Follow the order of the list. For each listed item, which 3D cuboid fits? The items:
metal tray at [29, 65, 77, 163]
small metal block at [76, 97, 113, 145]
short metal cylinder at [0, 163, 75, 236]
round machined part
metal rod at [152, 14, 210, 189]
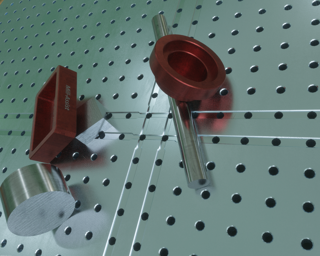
[{"bbox_3d":[-0.165,-0.022,0.480,0.090,0.030,0.130,-38,46,34],"label":"metal tray"},{"bbox_3d":[-0.107,-0.011,0.469,0.050,0.025,0.050,-35,52,4],"label":"small metal block"},{"bbox_3d":[-0.157,0.092,0.397,0.080,0.080,0.050,-41,51,0],"label":"short metal cylinder"},{"bbox_3d":[0.032,-0.073,0.402,0.042,0.099,0.098,122,146,-47],"label":"round machined part"},{"bbox_3d":[0.021,-0.058,0.431,0.025,0.025,0.299,-21,54,15],"label":"metal rod"}]
